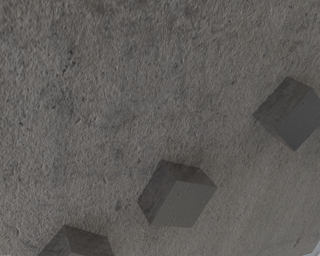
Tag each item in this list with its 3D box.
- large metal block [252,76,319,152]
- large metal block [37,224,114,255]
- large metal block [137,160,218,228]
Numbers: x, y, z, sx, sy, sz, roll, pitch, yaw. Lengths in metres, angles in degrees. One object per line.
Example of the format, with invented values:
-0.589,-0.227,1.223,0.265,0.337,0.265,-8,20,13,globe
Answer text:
0.208,-0.021,0.491,0.080,0.050,0.080,-49,129,6,large metal block
-0.124,0.195,0.443,0.080,0.050,0.080,-49,129,7,large metal block
0.026,0.101,0.467,0.081,0.050,0.080,16,110,-35,large metal block
